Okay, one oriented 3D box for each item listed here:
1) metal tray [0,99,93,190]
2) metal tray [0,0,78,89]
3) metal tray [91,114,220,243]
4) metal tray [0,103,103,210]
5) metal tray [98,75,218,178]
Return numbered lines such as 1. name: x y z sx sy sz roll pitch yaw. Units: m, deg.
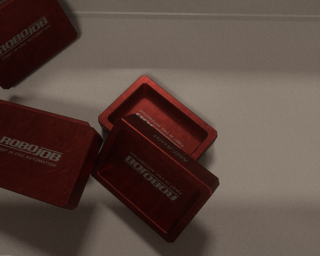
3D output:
1. metal tray: -0.162 0.023 0.396 0.131 0.030 0.090 14 70 5
2. metal tray: -0.188 -0.125 0.416 0.130 0.090 0.030 -43 50 -14
3. metal tray: -0.010 0.056 0.357 0.130 0.030 0.089 38 116 13
4. metal tray: -0.142 0.031 0.352 0.131 0.030 0.090 14 71 12
5. metal tray: -0.003 0.003 0.405 0.130 0.030 0.090 40 74 13
